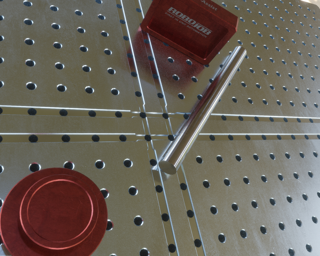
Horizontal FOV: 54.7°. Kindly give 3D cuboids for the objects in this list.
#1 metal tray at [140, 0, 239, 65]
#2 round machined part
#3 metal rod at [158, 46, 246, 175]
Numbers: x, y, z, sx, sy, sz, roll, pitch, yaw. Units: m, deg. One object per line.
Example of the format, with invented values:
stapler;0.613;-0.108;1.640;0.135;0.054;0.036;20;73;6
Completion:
metal tray;0.045;-0.166;0.491;0.131;0.090;0.030;27;53;-12
round machined part;-0.097;0.083;0.294;0.099;0.042;0.098;14;56;-21
metal rod;0.078;-0.045;0.477;0.025;0.025;0.301;38;51;-3
